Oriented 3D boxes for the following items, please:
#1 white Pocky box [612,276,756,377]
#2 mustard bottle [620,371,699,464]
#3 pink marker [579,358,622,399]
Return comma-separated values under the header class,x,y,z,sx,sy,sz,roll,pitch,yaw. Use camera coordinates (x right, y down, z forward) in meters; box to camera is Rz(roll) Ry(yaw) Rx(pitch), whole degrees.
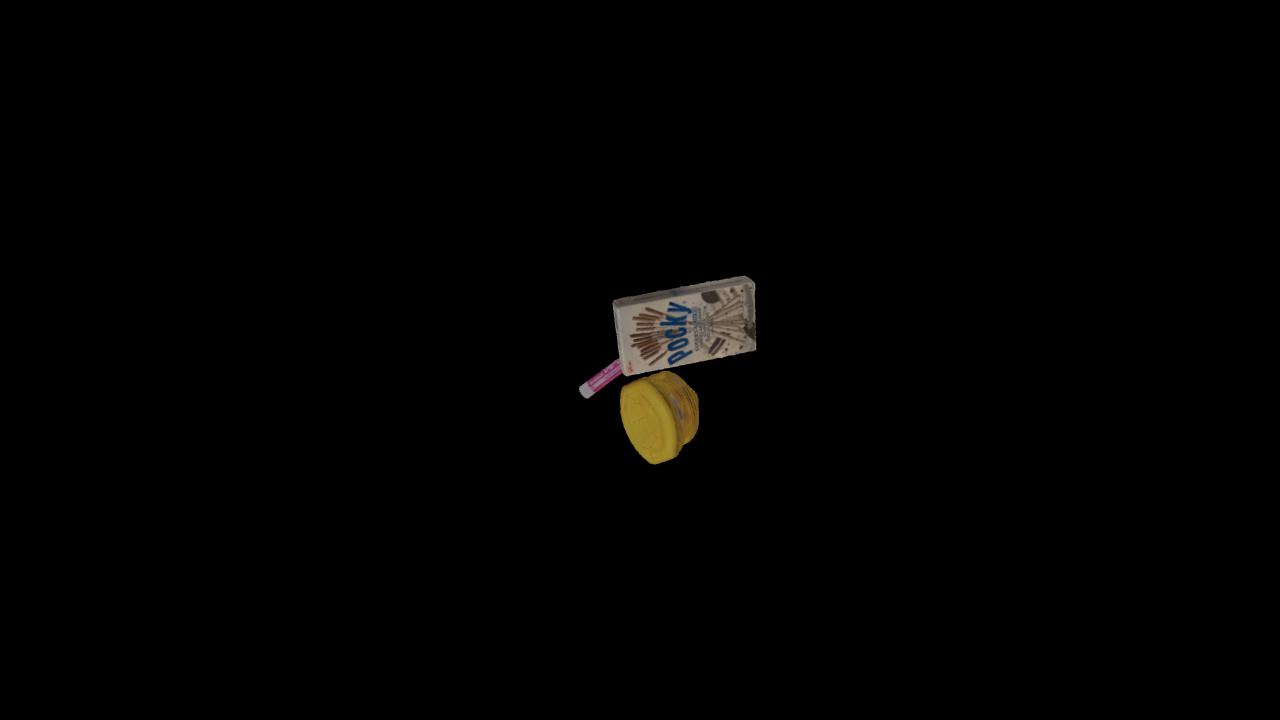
class,x,y,z,sx,sy,sz,roll,pitch,yaw
white Pocky box,0.051,-0.038,0.669,0.154,0.084,0.028,-11,26,-11
mustard bottle,0.034,0.057,0.711,0.054,0.092,0.184,-29,-4,17
pink marker,-0.026,0.008,0.766,0.121,0.020,0.020,-37,-14,20
